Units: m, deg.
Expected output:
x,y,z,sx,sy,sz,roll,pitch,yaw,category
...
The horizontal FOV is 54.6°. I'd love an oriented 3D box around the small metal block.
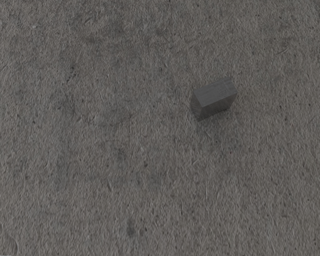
x,y,z,sx,sy,sz,roll,pitch,yaw,category
0.069,-0.037,0.409,0.050,0.050,0.025,-23,72,-8,small metal block
